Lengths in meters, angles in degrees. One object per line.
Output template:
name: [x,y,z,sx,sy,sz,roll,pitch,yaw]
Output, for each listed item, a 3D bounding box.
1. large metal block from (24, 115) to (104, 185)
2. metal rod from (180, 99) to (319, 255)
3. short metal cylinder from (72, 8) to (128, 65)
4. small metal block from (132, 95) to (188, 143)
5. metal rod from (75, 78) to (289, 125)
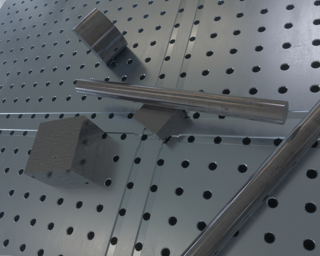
large metal block: [-0.134,0.034,0.442,0.080,0.050,0.080,-8,58,24]
metal rod: [0.118,0.043,0.320,0.300,0.025,0.025,-47,51,-5]
short metal cylinder: [-0.100,-0.152,0.519,0.050,0.080,0.080,-45,51,-3]
small metal block: [0.000,-0.016,0.418,0.050,0.025,0.050,34,81,38]
metal rod: [0.004,-0.040,0.398,0.300,0.025,0.025,11,67,32]
